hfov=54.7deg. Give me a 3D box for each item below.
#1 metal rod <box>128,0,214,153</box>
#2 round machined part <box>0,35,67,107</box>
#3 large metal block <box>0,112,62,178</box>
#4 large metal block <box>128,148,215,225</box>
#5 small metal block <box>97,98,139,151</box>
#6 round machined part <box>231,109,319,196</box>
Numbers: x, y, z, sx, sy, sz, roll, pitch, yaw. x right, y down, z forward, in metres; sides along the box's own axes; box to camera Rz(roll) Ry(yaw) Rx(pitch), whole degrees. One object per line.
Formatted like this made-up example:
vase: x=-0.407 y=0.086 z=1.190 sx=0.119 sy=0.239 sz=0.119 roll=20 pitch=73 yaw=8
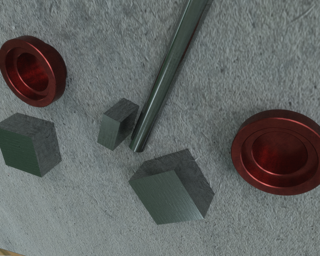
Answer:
metal rod: x=0.017 y=-0.080 z=0.347 sx=0.025 sy=0.025 sz=0.298 roll=31 pitch=129 yaw=8
round machined part: x=-0.172 y=-0.082 z=0.436 sx=0.098 sy=0.042 sz=0.097 roll=13 pitch=124 yaw=21
large metal block: x=-0.222 y=0.028 z=0.525 sx=0.080 sy=0.050 sz=0.079 roll=14 pitch=124 yaw=20
large metal block: x=0.017 y=0.084 z=0.434 sx=0.080 sy=0.050 sz=0.080 roll=-20 pitch=108 yaw=35
small metal block: x=-0.056 y=-0.005 z=0.417 sx=0.025 sy=0.050 sz=0.050 roll=28 pitch=128 yaw=10
round machined part: x=0.132 y=0.023 z=0.341 sx=0.098 sy=0.042 sz=0.097 roll=13 pitch=124 yaw=21
